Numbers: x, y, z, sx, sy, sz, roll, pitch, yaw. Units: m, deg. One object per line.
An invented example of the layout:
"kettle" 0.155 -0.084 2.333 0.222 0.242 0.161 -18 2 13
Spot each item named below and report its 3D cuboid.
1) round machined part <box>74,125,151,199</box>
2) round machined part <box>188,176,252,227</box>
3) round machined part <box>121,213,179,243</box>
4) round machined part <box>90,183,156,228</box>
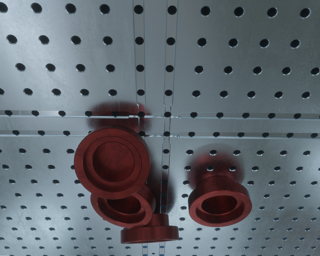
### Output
"round machined part" -0.062 0.043 0.419 0.099 0.042 0.097 0 102 0
"round machined part" 0.094 0.115 0.500 0.099 0.042 0.097 -1 130 0
"round machined part" -0.018 0.173 0.531 0.099 0.042 0.098 -4 157 -1
"round machined part" -0.054 0.108 0.482 0.098 0.042 0.097 8 127 11
